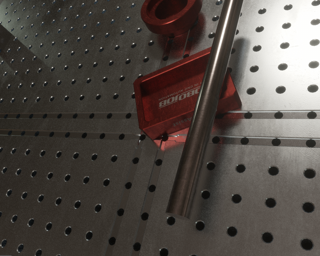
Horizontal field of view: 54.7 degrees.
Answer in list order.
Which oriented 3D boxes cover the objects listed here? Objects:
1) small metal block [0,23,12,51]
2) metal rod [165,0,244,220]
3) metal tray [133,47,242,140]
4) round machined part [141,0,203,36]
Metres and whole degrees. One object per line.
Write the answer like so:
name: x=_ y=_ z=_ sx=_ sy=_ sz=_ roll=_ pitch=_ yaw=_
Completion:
small metal block: x=-0.384 y=-0.216 z=0.722 sx=0.025 sy=0.050 sz=0.050 roll=3 pitch=63 yaw=29
metal rod: x=0.059 y=-0.044 z=0.363 sx=0.025 sy=0.025 sz=0.300 roll=4 pitch=64 yaw=30
metal tray: x=0.032 y=-0.048 z=0.416 sx=0.130 sy=0.030 sz=0.090 roll=-21 pitch=54 yaw=15
round machined part: x=0.022 y=-0.188 z=0.500 sx=0.098 sy=0.042 sz=0.098 roll=-13 pitch=56 yaw=20
